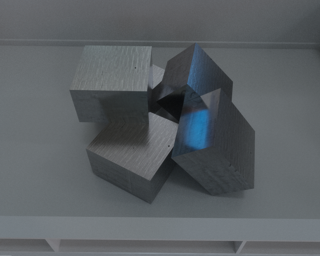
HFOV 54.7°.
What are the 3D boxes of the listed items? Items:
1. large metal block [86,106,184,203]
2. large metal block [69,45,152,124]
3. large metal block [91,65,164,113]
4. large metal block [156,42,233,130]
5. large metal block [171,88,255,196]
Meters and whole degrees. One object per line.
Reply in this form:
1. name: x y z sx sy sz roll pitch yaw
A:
1. large metal block: -0.025 0.026 0.361 0.080 0.050 0.080 24 54 18
2. large metal block: -0.051 -0.052 0.363 0.080 0.050 0.080 1 49 2
3. large metal block: -0.042 -0.052 0.431 0.080 0.050 0.080 29 56 22
4. large metal block: 0.048 -0.048 0.400 0.080 0.050 0.080 39 45 -27
5. large metal block: 0.063 0.017 0.345 0.050 0.080 0.080 -21 39 36
